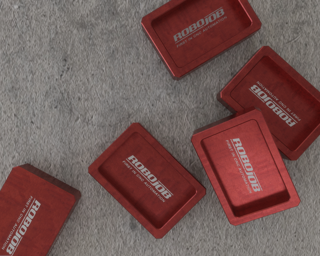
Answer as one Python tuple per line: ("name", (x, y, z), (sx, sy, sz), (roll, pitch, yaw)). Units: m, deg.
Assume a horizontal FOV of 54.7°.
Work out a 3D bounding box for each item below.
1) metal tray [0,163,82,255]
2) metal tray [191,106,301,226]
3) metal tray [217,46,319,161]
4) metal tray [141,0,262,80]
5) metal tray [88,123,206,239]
("metal tray", (-0.175, 0.124, 0.406), (0.090, 0.030, 0.130), (29, 90, 0))
("metal tray", (0.106, 0.048, 0.390), (0.090, 0.030, 0.129), (-24, 97, 15))
("metal tray", (0.152, -0.032, 0.408), (0.130, 0.030, 0.090), (42, 90, 0))
("metal tray", (0.053, -0.133, 0.407), (0.130, 0.030, 0.090), (-31, 90, 0))
("metal tray", (-0.016, 0.067, 0.407), (0.130, 0.030, 0.090), (45, 90, 0))
